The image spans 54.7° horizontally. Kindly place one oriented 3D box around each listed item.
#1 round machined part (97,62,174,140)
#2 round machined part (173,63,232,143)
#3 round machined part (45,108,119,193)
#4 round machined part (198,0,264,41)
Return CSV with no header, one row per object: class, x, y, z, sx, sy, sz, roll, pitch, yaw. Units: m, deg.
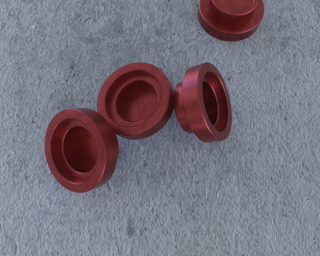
round machined part,-0.027,-0.032,0.400,0.098,0.042,0.098,-6,71,18
round machined part,0.052,-0.029,0.390,0.042,0.098,0.098,-11,66,33
round machined part,-0.089,0.024,0.372,0.098,0.042,0.097,4,98,31
round machined part,0.108,-0.184,0.467,0.099,0.042,0.098,0,70,0
